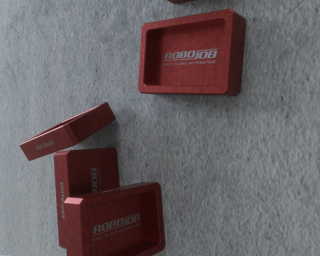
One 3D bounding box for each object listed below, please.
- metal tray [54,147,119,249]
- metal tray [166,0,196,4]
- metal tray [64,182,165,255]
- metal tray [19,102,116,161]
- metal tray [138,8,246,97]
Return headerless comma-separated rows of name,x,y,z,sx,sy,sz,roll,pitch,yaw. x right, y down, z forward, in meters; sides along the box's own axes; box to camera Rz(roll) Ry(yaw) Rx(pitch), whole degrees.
metal tray,-0.100,0.095,0.441,0.030,0.091,0.129,-8,85,38
metal tray,0.046,-0.221,0.362,0.090,0.030,0.129,6,94,39
metal tray,-0.049,0.119,0.375,0.030,0.131,0.089,-8,85,39
metal tray,-0.141,0.006,0.473,0.130,0.091,0.030,-18,104,38
metal tray,0.033,-0.085,0.372,0.130,0.030,0.089,6,94,39
